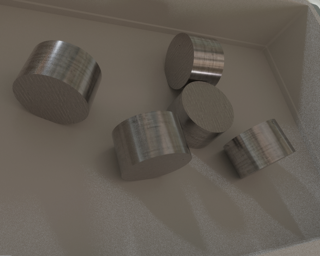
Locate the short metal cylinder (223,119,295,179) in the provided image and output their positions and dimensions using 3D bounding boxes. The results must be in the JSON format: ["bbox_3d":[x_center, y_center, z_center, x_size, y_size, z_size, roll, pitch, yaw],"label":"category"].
[{"bbox_3d":[0.135,0.030,0.425,0.081,0.080,0.050,-16,70,-34],"label":"short metal cylinder"}]

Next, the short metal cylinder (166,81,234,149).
[{"bbox_3d":[0.054,-0.018,0.429,0.081,0.050,0.080,14,56,-21],"label":"short metal cylinder"}]

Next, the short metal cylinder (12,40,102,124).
[{"bbox_3d":[-0.110,-0.048,0.340,0.080,0.080,0.050,22,54,-15],"label":"short metal cylinder"}]

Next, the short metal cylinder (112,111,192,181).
[{"bbox_3d":[-0.010,0.022,0.352,0.081,0.080,0.050,-3,64,-30],"label":"short metal cylinder"}]

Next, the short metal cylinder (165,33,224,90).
[{"bbox_3d":[0.048,-0.095,0.454,0.050,0.080,0.080,1,61,-28],"label":"short metal cylinder"}]
